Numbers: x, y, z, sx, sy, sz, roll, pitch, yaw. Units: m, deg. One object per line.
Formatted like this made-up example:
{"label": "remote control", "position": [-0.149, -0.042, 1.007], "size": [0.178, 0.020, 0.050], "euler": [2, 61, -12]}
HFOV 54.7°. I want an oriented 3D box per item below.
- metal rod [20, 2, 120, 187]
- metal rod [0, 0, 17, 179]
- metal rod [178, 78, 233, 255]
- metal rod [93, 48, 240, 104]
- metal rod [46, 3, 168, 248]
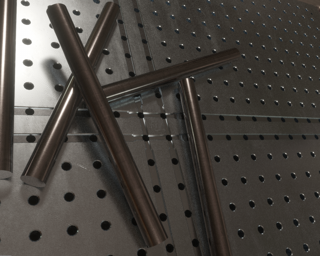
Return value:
{"label": "metal rod", "position": [-0.100, -0.066, 0.395], "size": [0.025, 0.025, 0.300], "euler": [23, 53, -15]}
{"label": "metal rod", "position": [-0.183, -0.087, 0.362], "size": [0.025, 0.025, 0.299], "euler": [3, 60, -27]}
{"label": "metal rod", "position": [0.059, 0.063, 0.403], "size": [0.025, 0.025, 0.299], "euler": [6, 59, -26]}
{"label": "metal rod", "position": [0.025, -0.085, 0.474], "size": [0.302, 0.025, 0.025], "euler": [-24, 75, -37]}
{"label": "metal rod", "position": [-0.065, -0.011, 0.357], "size": [0.025, 0.025, 0.299], "euler": [-19, 79, -35]}
